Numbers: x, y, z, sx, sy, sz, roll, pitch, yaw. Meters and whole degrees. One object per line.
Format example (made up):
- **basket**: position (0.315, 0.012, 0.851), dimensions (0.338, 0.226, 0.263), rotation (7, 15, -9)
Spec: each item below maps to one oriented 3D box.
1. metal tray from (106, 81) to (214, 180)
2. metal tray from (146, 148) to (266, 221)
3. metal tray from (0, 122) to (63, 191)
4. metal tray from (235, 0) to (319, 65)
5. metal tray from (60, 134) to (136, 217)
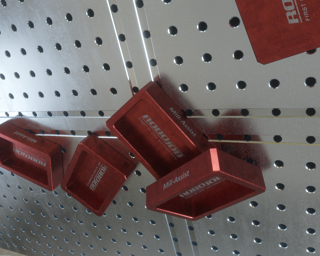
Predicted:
- **metal tray**: position (0.001, 0.014, 0.414), dimensions (0.130, 0.030, 0.090), rotation (48, 128, -6)
- **metal tray**: position (0.054, 0.079, 0.397), dimensions (0.090, 0.030, 0.129), rotation (24, 136, -31)
- **metal tray**: position (-0.240, 0.052, 0.563), dimensions (0.130, 0.030, 0.089), rotation (21, 126, 15)
- **metal tray**: position (0.111, -0.131, 0.268), dimensions (0.090, 0.030, 0.129), rotation (-14, 111, 33)
- **metal tray**: position (-0.106, 0.082, 0.511), dimensions (0.090, 0.030, 0.129), rotation (36, 129, 3)
